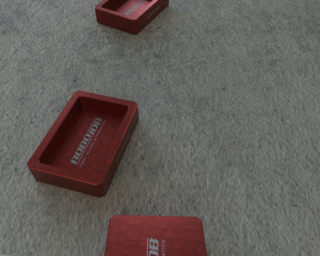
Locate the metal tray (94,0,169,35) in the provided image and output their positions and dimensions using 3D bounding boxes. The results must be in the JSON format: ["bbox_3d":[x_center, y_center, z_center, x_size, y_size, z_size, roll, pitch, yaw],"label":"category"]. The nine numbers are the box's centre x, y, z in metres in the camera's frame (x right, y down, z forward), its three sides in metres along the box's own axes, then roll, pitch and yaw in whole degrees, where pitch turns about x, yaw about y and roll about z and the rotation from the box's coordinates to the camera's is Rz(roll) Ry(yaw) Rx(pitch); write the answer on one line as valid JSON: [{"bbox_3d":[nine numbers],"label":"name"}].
[{"bbox_3d":[-0.051,-0.236,0.597,0.090,0.030,0.130,23,54,18],"label":"metal tray"}]

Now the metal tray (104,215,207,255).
[{"bbox_3d":[-0.004,0.136,0.262,0.091,0.030,0.130,2,36,-2],"label":"metal tray"}]

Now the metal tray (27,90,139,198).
[{"bbox_3d":[-0.089,0.014,0.386,0.090,0.030,0.130,12,51,10],"label":"metal tray"}]
